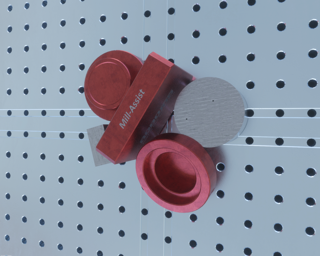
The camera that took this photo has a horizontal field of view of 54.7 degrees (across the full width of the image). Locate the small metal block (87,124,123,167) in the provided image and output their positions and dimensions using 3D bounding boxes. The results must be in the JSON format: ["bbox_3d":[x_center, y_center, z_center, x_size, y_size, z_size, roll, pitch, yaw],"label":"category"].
[{"bbox_3d":[-0.069,0.022,0.419,0.025,0.050,0.050,-16,85,19],"label":"small metal block"}]

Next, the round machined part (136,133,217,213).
[{"bbox_3d":[0.023,0.050,0.379,0.098,0.042,0.097,12,117,26],"label":"round machined part"}]

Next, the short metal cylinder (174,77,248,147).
[{"bbox_3d":[0.063,-0.018,0.373,0.080,0.050,0.079,0,90,20],"label":"short metal cylinder"}]

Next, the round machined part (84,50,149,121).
[{"bbox_3d":[-0.062,-0.058,0.420,0.098,0.042,0.097,0,90,19],"label":"round machined part"}]

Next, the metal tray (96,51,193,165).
[{"bbox_3d":[-0.015,-0.021,0.379,0.030,0.090,0.129,35,101,16],"label":"metal tray"}]
